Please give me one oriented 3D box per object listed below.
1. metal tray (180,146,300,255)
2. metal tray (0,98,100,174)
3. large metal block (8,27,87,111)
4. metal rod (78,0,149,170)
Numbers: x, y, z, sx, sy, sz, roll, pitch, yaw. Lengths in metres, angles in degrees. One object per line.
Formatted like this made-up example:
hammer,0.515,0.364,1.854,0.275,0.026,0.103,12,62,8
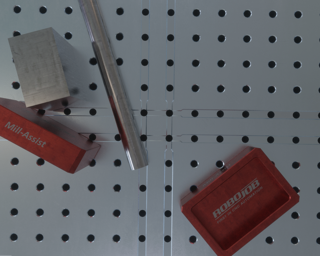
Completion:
metal tray,0.104,0.097,0.411,0.130,0.030,0.090,-39,90,0
metal tray,-0.145,0.007,0.379,0.130,0.090,0.030,29,90,0
large metal block,-0.135,-0.068,0.385,0.050,0.080,0.080,-15,90,0
metal rod,-0.072,-0.090,0.412,0.025,0.025,0.298,-17,90,0
